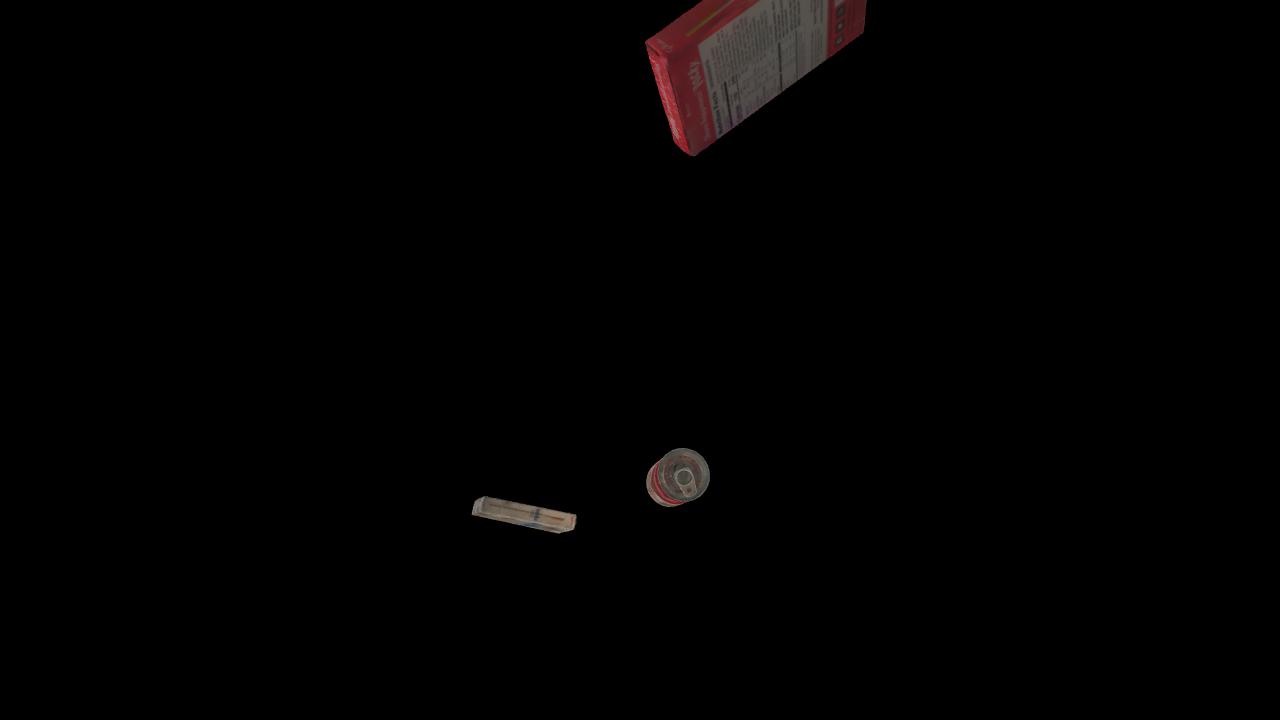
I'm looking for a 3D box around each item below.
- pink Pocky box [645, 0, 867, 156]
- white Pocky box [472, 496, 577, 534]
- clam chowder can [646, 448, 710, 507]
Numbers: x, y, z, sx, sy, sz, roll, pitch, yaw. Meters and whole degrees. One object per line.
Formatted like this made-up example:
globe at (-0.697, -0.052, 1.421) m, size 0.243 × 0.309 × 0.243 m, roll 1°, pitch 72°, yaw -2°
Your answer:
pink Pocky box at (0.080, -0.210, 0.401) m, size 0.155 × 0.029 × 0.084 m, roll -37°, pitch -28°, yaw -2°
white Pocky box at (-0.188, 0.251, 0.997) m, size 0.154 × 0.028 × 0.084 m, roll 17°, pitch -24°, yaw -19°
clam chowder can at (0.048, 0.158, 0.819) m, size 0.068 × 0.068 × 0.102 m, roll 0°, pitch -17°, yaw -8°
